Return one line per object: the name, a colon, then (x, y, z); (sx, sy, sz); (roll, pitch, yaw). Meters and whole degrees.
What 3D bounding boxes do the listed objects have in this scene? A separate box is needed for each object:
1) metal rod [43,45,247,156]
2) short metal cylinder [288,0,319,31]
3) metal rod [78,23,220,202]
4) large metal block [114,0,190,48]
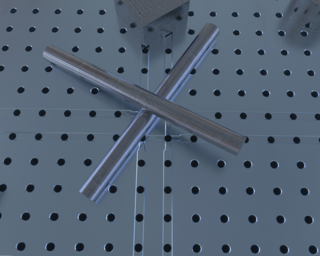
metal rod: (-0.033, -0.044, 0.403); (0.301, 0.025, 0.025); (27, 72, 18)
short metal cylinder: (0.246, -0.197, 0.474); (0.081, 0.050, 0.080); (0, 70, 0)
metal rod: (-0.006, -0.032, 0.423); (0.025, 0.025, 0.300); (33, 73, 11)
large metal block: (-0.013, -0.182, 0.465); (0.080, 0.050, 0.080); (-33, 74, -12)
